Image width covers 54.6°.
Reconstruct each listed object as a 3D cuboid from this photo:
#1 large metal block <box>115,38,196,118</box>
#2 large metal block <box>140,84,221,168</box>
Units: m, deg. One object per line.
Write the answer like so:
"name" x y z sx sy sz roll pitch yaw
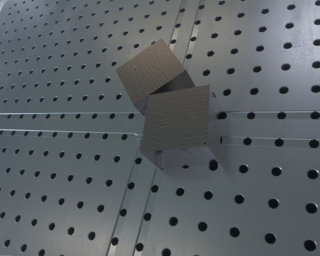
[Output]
"large metal block" -0.005 -0.067 0.437 0.080 0.050 0.080 -34 51 6
"large metal block" 0.028 0.000 0.378 0.080 0.050 0.080 -7 58 24
